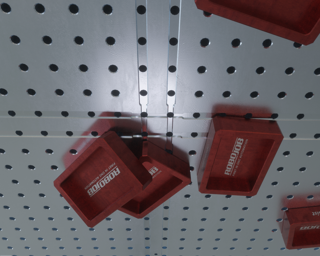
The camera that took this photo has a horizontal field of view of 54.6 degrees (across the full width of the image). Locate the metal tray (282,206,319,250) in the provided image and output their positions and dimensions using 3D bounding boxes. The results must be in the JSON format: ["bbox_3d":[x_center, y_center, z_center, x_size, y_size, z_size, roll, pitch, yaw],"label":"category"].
[{"bbox_3d":[0.295,0.179,0.562,0.131,0.030,0.090,-8,130,6],"label":"metal tray"}]

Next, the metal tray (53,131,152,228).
[{"bbox_3d":[-0.084,0.076,0.442,0.130,0.030,0.090,-41,89,30],"label":"metal tray"}]

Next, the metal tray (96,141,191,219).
[{"bbox_3d":[-0.027,0.085,0.479,0.090,0.030,0.129,32,123,-24],"label":"metal tray"}]

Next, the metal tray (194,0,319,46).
[{"bbox_3d":[0.107,-0.140,0.289,0.131,0.030,0.089,14,129,-12],"label":"metal tray"}]

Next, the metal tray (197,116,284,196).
[{"bbox_3d":[0.110,0.045,0.446,0.091,0.030,0.129,4,130,-4],"label":"metal tray"}]
